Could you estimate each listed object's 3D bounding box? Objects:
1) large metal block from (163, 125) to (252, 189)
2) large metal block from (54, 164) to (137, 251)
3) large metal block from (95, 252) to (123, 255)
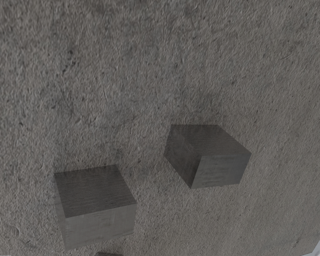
[{"bbox_3d":[0.063,0.036,0.428,0.081,0.080,0.050,0,118,-29],"label":"large metal block"},{"bbox_3d":[-0.083,0.094,0.384,0.081,0.080,0.050,-6,121,-26],"label":"large metal block"},{"bbox_3d":[-0.086,0.256,0.483,0.050,0.080,0.080,25,105,-37],"label":"large metal block"}]
